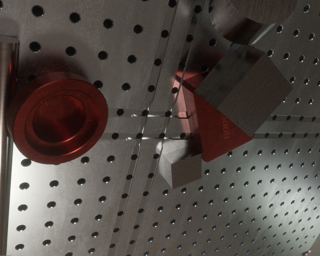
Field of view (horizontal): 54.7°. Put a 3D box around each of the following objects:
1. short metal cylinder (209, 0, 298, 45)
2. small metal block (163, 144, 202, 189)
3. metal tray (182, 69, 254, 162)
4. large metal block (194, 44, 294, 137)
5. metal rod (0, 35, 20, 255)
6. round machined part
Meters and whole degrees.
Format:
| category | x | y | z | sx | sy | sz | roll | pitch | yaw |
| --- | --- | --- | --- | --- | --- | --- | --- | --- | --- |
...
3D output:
| category | x | y | z | sx | sy | sz | roll | pitch | yaw |
| --- | --- | --- | --- | --- | --- | --- | --- | --- | --- |
| short metal cylinder | 0.100 | -0.139 | 0.339 | 0.081 | 0.050 | 0.080 | 2 | 80 | -11 |
| small metal block | 0.035 | 0.059 | 0.469 | 0.050 | 0.025 | 0.050 | -17 | 126 | -19 |
| metal tray | 0.088 | -0.022 | 0.445 | 0.091 | 0.030 | 0.129 | -25 | 128 | -14 |
| large metal block | 0.104 | -0.047 | 0.385 | 0.080 | 0.050 | 0.080 | 33 | 100 | -39 |
| metal rod | -0.179 | 0.049 | 0.344 | 0.025 | 0.025 | 0.298 | 1 | 118 | -29 |
| round machined part | -0.108 | -0.014 | 0.326 | 0.099 | 0.042 | 0.097 | -23 | 132 | -28 |
